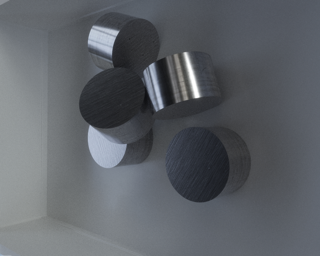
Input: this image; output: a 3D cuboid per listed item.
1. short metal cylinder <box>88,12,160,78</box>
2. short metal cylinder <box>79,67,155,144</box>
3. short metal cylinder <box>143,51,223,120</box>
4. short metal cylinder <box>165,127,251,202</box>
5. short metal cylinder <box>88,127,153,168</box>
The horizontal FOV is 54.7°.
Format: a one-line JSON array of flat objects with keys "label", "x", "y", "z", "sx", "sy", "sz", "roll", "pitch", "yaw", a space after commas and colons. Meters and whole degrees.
[{"label": "short metal cylinder", "x": -0.047, "y": -0.108, "z": 0.410, "sx": 0.050, "sy": 0.081, "sz": 0.079, "roll": 28, "pitch": 108, "yaw": 36}, {"label": "short metal cylinder", "x": -0.050, "y": -0.026, "z": 0.377, "sx": 0.080, "sy": 0.050, "sz": 0.080, "roll": -6, "pitch": 65, "yaw": 13}, {"label": "short metal cylinder", "x": 0.025, "y": -0.045, "z": 0.350, "sx": 0.080, "sy": 0.081, "sz": 0.050, "roll": -22, "pitch": 77, "yaw": 38}, {"label": "short metal cylinder", "x": 0.053, "y": 0.038, "z": 0.347, "sx": 0.080, "sy": 0.050, "sz": 0.080, "roll": 0, "pitch": 90, "yaw": 40}, {"label": "short metal cylinder", "x": -0.056, "y": 0.014, "z": 0.437, "sx": 0.080, "sy": 0.050, "sz": 0.080, "roll": 0, "pitch": 90, "yaw": 40}]
